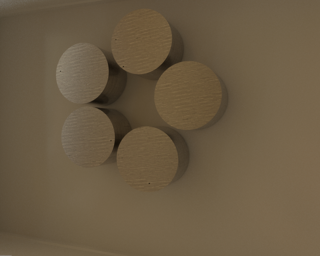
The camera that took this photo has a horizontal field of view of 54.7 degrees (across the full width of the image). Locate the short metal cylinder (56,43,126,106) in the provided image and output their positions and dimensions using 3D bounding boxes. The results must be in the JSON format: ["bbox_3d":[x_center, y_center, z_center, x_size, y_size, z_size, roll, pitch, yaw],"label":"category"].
[{"bbox_3d":[-0.094,-0.072,0.428,0.080,0.050,0.080,0,90,20],"label":"short metal cylinder"}]

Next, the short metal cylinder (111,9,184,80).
[{"bbox_3d":[-0.015,-0.105,0.400,0.080,0.050,0.080,0,90,20],"label":"short metal cylinder"}]

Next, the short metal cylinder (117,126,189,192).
[{"bbox_3d":[-0.008,0.038,0.398,0.080,0.050,0.080,0,90,20],"label":"short metal cylinder"}]

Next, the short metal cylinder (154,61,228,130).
[{"bbox_3d":[0.040,-0.038,0.381,0.080,0.050,0.080,0,90,20],"label":"short metal cylinder"}]

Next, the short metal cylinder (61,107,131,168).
[{"bbox_3d":[-0.086,0.012,0.425,0.080,0.050,0.080,0,90,20],"label":"short metal cylinder"}]
